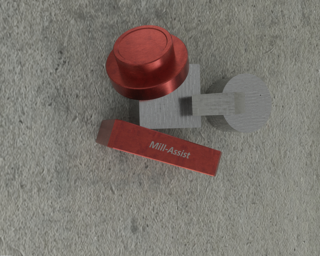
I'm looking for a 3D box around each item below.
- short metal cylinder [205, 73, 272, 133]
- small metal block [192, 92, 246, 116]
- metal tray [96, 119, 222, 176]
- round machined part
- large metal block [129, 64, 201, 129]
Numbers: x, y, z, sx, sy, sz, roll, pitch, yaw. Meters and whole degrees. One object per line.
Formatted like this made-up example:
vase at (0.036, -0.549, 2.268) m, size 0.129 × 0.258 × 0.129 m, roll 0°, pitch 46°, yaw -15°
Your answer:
short metal cylinder at (0.108, -0.033, 0.438) m, size 0.081 × 0.050 × 0.080 m, roll 0°, pitch 90°, yaw -20°
small metal block at (0.072, -0.029, 0.375) m, size 0.050 × 0.050 × 0.025 m, roll -10°, pitch 98°, yaw -61°
metal tray at (-0.004, 0.023, 0.374) m, size 0.131 × 0.090 × 0.030 m, roll 18°, pitch 85°, yaw -19°
round machined part at (-0.017, -0.083, 0.365) m, size 0.098 × 0.098 × 0.042 m, roll -38°, pitch 147°, yaw -16°
large metal block at (0.005, -0.040, 0.400) m, size 0.081 × 0.050 × 0.080 m, roll -2°, pitch 91°, yaw -20°
